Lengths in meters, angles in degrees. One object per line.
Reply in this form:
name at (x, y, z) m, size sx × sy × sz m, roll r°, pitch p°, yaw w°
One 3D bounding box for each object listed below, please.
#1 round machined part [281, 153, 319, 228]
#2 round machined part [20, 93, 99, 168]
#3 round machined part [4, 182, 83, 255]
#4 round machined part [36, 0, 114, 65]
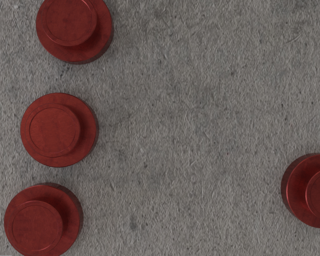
round machined part at (0.214, 0.083, 0.403) m, size 0.099 × 0.042 × 0.097 m, roll 0°, pitch 90°, yaw 0°
round machined part at (-0.132, 0.003, 0.400) m, size 0.099 × 0.042 × 0.097 m, roll 0°, pitch 90°, yaw 0°
round machined part at (-0.153, 0.123, 0.400) m, size 0.099 × 0.042 × 0.097 m, roll 0°, pitch 90°, yaw 0°
round machined part at (-0.112, -0.134, 0.400) m, size 0.099 × 0.042 × 0.097 m, roll 0°, pitch 90°, yaw 0°
